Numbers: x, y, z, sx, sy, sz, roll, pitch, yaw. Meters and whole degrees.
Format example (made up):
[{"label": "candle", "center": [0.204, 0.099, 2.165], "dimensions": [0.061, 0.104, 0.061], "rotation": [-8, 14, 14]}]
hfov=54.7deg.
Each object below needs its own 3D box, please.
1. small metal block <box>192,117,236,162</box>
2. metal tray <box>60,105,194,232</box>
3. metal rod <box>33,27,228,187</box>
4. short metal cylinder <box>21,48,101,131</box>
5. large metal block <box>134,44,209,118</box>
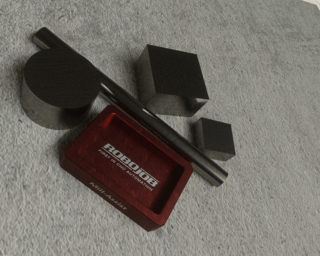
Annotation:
[{"label": "small metal block", "center": [0.076, 0.017, 0.438], "dimensions": [0.050, 0.025, 0.050], "rotation": [12, 57, -22]}, {"label": "metal tray", "center": [-0.035, 0.044, 0.358], "dimensions": [0.130, 0.030, 0.090], "rotation": [38, 51, -3]}, {"label": "metal rod", "center": [-0.036, -0.025, 0.402], "dimensions": [0.300, 0.025, 0.025], "rotation": [39, 51, -3]}, {"label": "short metal cylinder", "center": [-0.114, -0.044, 0.355], "dimensions": [0.081, 0.050, 0.080], "rotation": [14, 56, -21]}, {"label": "large metal block", "center": [0.014, -0.064, 0.437], "dimensions": [0.081, 0.050, 0.080], "rotation": [4, 60, -27]}]
